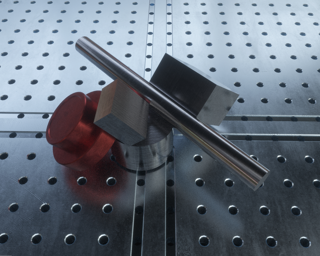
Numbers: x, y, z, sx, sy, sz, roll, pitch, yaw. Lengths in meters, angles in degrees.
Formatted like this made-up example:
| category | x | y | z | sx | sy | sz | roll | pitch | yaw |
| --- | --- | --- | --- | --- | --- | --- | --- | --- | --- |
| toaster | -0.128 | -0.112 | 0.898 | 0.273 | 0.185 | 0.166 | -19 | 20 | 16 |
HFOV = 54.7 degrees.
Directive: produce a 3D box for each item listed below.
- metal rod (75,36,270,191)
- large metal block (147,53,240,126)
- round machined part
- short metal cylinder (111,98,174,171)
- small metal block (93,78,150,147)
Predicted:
| category | x | y | z | sx | sy | sz | roll | pitch | yaw |
| --- | --- | --- | --- | --- | --- | --- | --- | --- | --- |
| metal rod | -0.005 | -0.033 | 0.366 | 0.025 | 0.025 | 0.300 | -36 | 59 | -26 |
| large metal block | 0.044 | -0.047 | 0.399 | 0.080 | 0.050 | 0.080 | 39 | 17 | 27 |
| round machined part | -0.094 | -0.003 | 0.360 | 0.098 | 0.042 | 0.098 | -24 | 48 | 30 |
| short metal cylinder | -0.023 | 0.005 | 0.381 | 0.081 | 0.050 | 0.080 | 0 | 50 | 0 |
| small metal block | -0.039 | -0.016 | 0.332 | 0.025 | 0.050 | 0.050 | -27 | 42 | 32 |
